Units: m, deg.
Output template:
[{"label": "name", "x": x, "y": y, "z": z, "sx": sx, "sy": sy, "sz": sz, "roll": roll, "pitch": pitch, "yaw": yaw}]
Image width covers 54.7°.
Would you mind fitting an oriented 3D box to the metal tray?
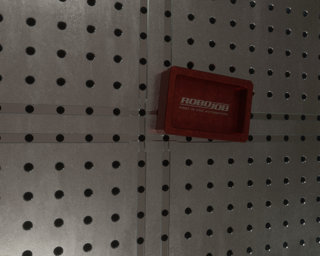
[{"label": "metal tray", "x": 0.065, "y": -0.030, "z": 0.435, "sx": 0.131, "sy": 0.030, "sz": 0.089, "roll": 7, "pitch": 88, "yaw": -20}]
